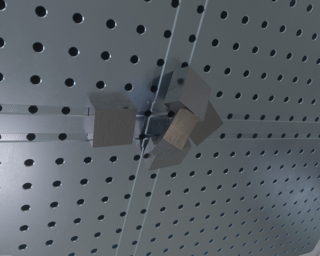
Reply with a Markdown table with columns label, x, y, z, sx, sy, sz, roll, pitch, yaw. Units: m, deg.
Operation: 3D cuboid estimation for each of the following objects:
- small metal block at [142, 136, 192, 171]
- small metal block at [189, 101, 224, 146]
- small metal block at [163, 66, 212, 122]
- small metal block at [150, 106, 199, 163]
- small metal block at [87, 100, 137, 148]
| label | x | y | z | sx | sy | sz | roll | pitch | yaw |
| --- | --- | --- | --- | --- | --- | --- | --- | --- | --- |
| small metal block | 0.009 | 0.032 | 0.422 | 0.050 | 0.025 | 0.050 | -9 | 150 | -23 |
| small metal block | 0.054 | -0.011 | 0.433 | 0.050 | 0.025 | 0.050 | -41 | 129 | -1 |
| small metal block | 0.036 | -0.041 | 0.389 | 0.050 | 0.025 | 0.050 | 36 | 60 | -38 |
| small metal block | 0.017 | 0.009 | 0.376 | 0.025 | 0.050 | 0.050 | 33 | 61 | -4 |
| small metal block | -0.058 | -0.006 | 0.375 | 0.050 | 0.025 | 0.050 | -4 | 120 | -26 |
